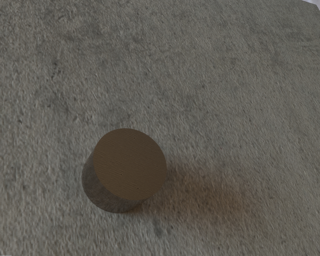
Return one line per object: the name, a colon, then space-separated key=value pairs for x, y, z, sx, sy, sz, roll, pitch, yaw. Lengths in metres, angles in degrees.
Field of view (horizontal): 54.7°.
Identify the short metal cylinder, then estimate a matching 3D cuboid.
short metal cylinder: x=-0.040 y=0.047 z=0.339 sx=0.081 sy=0.050 sz=0.080 roll=14 pitch=56 yaw=-21
